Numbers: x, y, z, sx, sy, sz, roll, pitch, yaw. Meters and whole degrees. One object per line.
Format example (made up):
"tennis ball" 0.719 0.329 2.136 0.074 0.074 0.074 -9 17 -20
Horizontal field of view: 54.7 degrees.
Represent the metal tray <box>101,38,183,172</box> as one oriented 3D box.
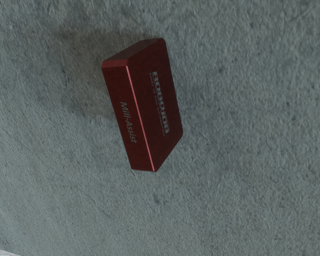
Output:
"metal tray" -0.013 -0.027 0.353 0.030 0.090 0.129 1 119 27
